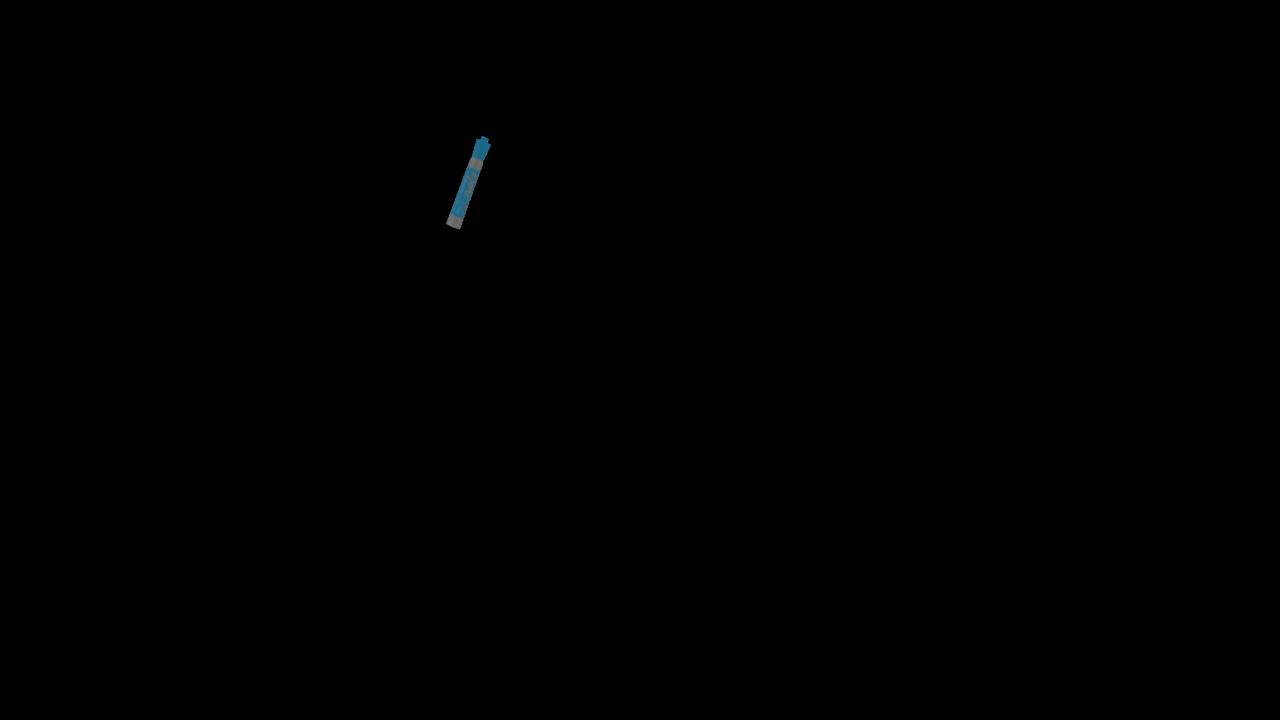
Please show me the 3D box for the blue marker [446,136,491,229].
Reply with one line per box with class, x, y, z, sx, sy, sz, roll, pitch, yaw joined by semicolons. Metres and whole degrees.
blue marker;-0.220;-0.228;0.790;0.020;0.121;0.020;23;11;-5
